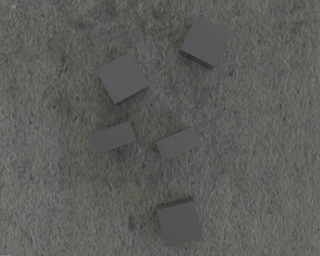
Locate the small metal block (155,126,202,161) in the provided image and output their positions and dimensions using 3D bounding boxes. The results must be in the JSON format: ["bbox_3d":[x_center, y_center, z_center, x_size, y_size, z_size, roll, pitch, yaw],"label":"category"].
[{"bbox_3d":[0.023,0.019,0.398,0.050,0.050,0.025,-23,90,0],"label":"small metal block"}]

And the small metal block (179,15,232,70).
[{"bbox_3d":[0.060,-0.112,0.411,0.050,0.025,0.050,26,90,-1],"label":"small metal block"}]

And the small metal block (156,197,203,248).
[{"bbox_3d":[0.026,0.124,0.410,0.050,0.025,0.050,-13,90,-1],"label":"small metal block"}]

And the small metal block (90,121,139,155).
[{"bbox_3d":[-0.056,0.012,0.397,0.050,0.050,0.025,-20,90,0],"label":"small metal block"}]

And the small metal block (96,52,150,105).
[{"bbox_3d":[-0.048,-0.064,0.409,0.050,0.025,0.050,-29,90,-1],"label":"small metal block"}]
